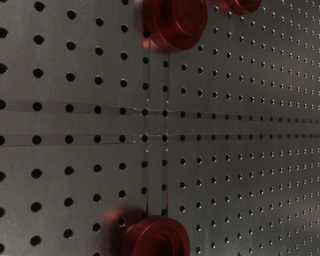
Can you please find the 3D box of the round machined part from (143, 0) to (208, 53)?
[{"bbox_3d":[0.028,-0.156,0.423,0.099,0.042,0.097,0,90,-40],"label":"round machined part"}]

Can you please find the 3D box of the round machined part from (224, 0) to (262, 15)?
[{"bbox_3d":[0.149,-0.246,0.525,0.099,0.042,0.097,0,90,-40],"label":"round machined part"}]

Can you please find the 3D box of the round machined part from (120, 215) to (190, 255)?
[{"bbox_3d":[-0.011,0.159,0.391,0.099,0.042,0.097,0,90,-40],"label":"round machined part"}]
